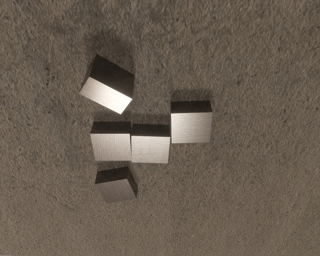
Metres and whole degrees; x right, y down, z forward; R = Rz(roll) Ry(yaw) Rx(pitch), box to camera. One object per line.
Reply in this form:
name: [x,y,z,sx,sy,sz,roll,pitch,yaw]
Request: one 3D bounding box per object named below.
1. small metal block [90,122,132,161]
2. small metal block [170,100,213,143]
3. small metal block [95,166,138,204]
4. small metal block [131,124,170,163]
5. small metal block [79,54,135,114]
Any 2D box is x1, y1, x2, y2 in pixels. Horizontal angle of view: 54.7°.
small metal block: [-0.064,0.018,0.422,0.050,0.025,0.050,0,130,-1]
small metal block: [0.040,-0.007,0.402,0.050,0.025,0.050,-2,130,1]
small metal block: [-0.067,0.089,0.482,0.050,0.025,0.050,-11,130,8]
small metal block: [-0.013,0.022,0.426,0.050,0.025,0.050,2,130,-2]
small metal block: [-0.058,-0.050,0.348,0.050,0.050,0.025,27,125,-21]
